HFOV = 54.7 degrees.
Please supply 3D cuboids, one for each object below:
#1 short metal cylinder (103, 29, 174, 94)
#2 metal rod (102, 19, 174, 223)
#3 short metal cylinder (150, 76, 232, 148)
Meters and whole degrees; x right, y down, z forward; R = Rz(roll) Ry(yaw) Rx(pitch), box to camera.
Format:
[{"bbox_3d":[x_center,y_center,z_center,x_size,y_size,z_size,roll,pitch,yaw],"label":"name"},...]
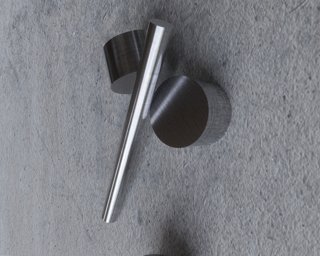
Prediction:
[{"bbox_3d":[-0.028,-0.081,0.392,0.080,0.081,0.050,-22,76,38],"label":"short metal cylinder"},{"bbox_3d":[-0.037,0.015,0.388,0.025,0.025,0.298,42,130,32],"label":"metal rod"},{"bbox_3d":[0.035,-0.018,0.360,0.080,0.050,0.079,0,90,40],"label":"short metal cylinder"}]
